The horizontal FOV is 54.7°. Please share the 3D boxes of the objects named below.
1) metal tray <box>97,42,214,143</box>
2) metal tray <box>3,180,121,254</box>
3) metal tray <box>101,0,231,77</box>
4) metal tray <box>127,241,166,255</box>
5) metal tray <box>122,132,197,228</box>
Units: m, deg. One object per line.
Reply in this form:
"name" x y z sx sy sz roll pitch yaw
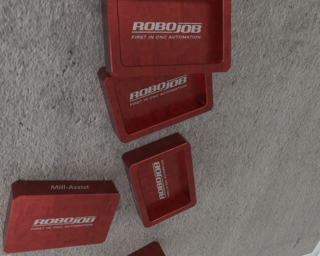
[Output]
"metal tray" 0.000 -0.045 0.375 0.131 0.030 0.089 -21 127 -16
"metal tray" -0.127 0.113 0.404 0.131 0.030 0.089 6 115 -31
"metal tray" 0.009 -0.101 0.319 0.131 0.030 0.089 -6 101 -20
"metal tray" -0.042 0.253 0.498 0.131 0.090 0.030 -24 127 -14
"metal tray" 0.003 0.079 0.453 0.091 0.030 0.129 -21 127 -16
